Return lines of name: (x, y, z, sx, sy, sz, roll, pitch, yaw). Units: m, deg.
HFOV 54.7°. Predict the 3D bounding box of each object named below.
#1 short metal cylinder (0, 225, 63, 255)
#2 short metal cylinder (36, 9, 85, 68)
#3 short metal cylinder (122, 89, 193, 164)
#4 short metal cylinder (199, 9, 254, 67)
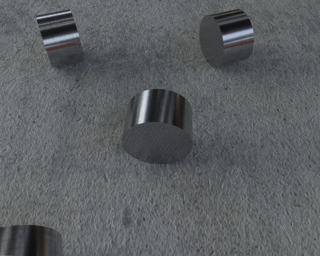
short metal cylinder: (-0.124, 0.124, 0.262, 0.081, 0.080, 0.050, -10, 51, -9)
short metal cylinder: (-0.154, -0.139, 0.483, 0.050, 0.080, 0.080, -17, 52, -14)
short metal cylinder: (-0.002, 0.000, 0.367, 0.080, 0.080, 0.050, 3, 50, 2)
short metal cylinder: (0.102, -0.140, 0.486, 0.050, 0.080, 0.080, -16, 52, -13)
